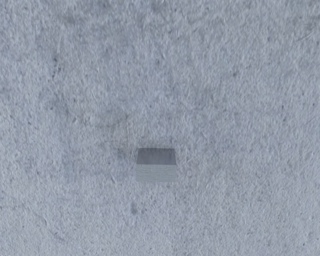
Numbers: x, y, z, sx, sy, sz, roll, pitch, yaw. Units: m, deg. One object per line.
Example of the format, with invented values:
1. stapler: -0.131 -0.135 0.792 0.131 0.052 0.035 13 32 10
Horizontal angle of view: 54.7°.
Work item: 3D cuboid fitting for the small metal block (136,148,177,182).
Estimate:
1. small metal block: -0.005 0.049 0.414 0.050 0.050 0.025 1 110 -1
